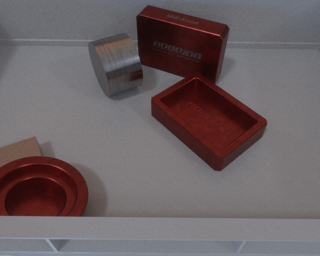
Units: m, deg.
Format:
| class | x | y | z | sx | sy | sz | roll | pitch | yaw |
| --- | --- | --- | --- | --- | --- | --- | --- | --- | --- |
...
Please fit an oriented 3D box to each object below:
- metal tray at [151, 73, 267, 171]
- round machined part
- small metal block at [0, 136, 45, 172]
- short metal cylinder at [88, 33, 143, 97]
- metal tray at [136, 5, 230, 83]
| class | x | y | z | sx | sy | sz | roll | pitch | yaw |
| --- | --- | --- | --- | --- | --- | --- | --- | --- | --- |
| metal tray | 0.062 | -0.014 | 0.414 | 0.091 | 0.030 | 0.130 | -33 | 58 | -25 |
| round machined part | -0.125 | 0.079 | 0.315 | 0.099 | 0.042 | 0.098 | 12 | 40 | -10 |
| small metal block | -0.164 | 0.043 | 0.366 | 0.050 | 0.025 | 0.050 | -20 | 53 | -17 |
| short metal cylinder | -0.064 | -0.090 | 0.445 | 0.050 | 0.080 | 0.080 | -21 | 54 | -17 |
| metal tray | 0.031 | -0.123 | 0.466 | 0.130 | 0.089 | 0.030 | 20 | 53 | 15 |
